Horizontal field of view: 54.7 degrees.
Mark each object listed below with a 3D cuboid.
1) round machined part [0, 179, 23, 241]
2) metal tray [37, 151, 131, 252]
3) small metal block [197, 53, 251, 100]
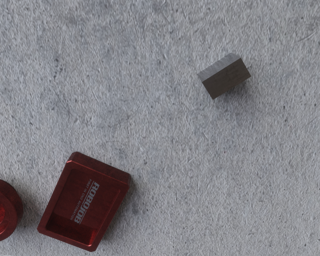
[{"bbox_3d":[-0.243,0.110,0.439,0.099,0.042,0.097,0,110,0],"label":"round machined part"},{"bbox_3d":[-0.109,0.108,0.445,0.090,0.030,0.129,25,108,-9],"label":"metal tray"},{"bbox_3d":[0.075,-0.064,0.374,0.050,0.050,0.025,-32,107,11],"label":"small metal block"}]
